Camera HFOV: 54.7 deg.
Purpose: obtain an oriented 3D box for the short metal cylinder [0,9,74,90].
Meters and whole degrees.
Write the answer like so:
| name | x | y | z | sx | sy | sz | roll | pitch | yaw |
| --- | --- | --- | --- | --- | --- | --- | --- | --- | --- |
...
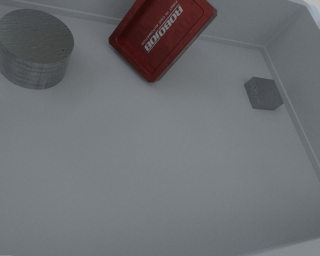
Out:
| name | x | y | z | sx | sy | sz | roll | pitch | yaw |
| --- | --- | --- | --- | --- | --- | --- | --- | --- | --- |
| short metal cylinder | -0.148 | -0.093 | 0.367 | 0.081 | 0.050 | 0.080 | 14 | 56 | -21 |

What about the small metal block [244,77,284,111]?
| name | x | y | z | sx | sy | sz | roll | pitch | yaw |
| --- | --- | --- | --- | --- | --- | --- | --- | --- | --- |
| small metal block | 0.182 | -0.060 | 0.543 | 0.050 | 0.025 | 0.050 | 3 | 61 | -27 |

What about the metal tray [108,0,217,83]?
| name | x | y | z | sx | sy | sz | roll | pitch | yaw |
| --- | --- | --- | --- | --- | --- | --- | --- | --- | --- |
| metal tray | 0.001 | -0.138 | 0.425 | 0.090 | 0.129 | 0.030 | 45 | 25 | 2 |

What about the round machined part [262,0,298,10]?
| name | x | y | z | sx | sy | sz | roll | pitch | yaw |
| --- | --- | --- | --- | --- | --- | --- | --- | --- | --- |
| round machined part | 0.284 | -0.328 | 0.754 | 0.099 | 0.042 | 0.098 | 14 | 56 | -21 |
